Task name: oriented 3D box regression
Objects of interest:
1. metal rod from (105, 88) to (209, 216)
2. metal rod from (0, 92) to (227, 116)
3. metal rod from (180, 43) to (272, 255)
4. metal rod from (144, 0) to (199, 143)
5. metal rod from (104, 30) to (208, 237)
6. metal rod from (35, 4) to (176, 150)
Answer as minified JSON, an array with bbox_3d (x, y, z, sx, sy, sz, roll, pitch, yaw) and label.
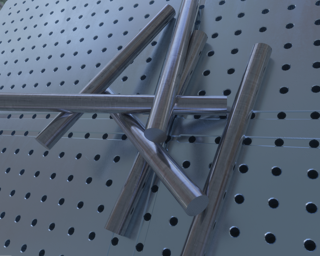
[{"bbox_3d":[-0.035,0.000,0.398,0.025,0.025,0.300,-43,42,-1],"label":"metal rod"},{"bbox_3d":[-0.068,-0.032,0.401,0.301,0.025,0.025,2,61,7],"label":"metal rod"},{"bbox_3d":[0.077,0.028,0.351,0.025,0.025,0.300,10,67,32],"label":"metal rod"},{"bbox_3d":[0.024,-0.105,0.422,0.025,0.025,0.300,-7,46,24],"label":"metal rod"},{"bbox_3d":[0.003,-0.008,0.412,0.025,0.025,0.300,11,67,33],"label":"metal rod"},{"bbox_3d":[-0.070,-0.088,0.466,0.025,0.025,0.301,21,62,36],"label":"metal rod"}]
